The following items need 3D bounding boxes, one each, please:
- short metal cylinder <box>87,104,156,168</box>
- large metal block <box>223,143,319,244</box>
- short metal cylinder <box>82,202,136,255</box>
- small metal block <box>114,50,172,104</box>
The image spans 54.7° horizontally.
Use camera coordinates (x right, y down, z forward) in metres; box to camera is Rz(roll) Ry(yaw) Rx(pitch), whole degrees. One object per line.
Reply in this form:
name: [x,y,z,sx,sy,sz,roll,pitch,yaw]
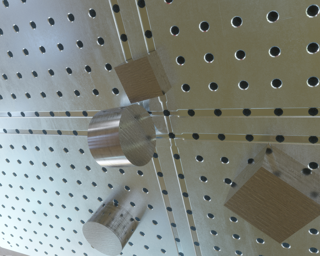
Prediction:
short metal cylinder: [-0.048,0.012,0.408,0.050,0.080,0.080,-8,115,31]
large metal block: [0.137,0.078,0.371,0.080,0.050,0.079,34,129,6]
short metal cylinder: [-0.090,0.180,0.554,0.080,0.050,0.079,13,124,21]
small metal block: [-0.021,-0.062,0.384,0.050,0.025,0.050,-11,113,33]
